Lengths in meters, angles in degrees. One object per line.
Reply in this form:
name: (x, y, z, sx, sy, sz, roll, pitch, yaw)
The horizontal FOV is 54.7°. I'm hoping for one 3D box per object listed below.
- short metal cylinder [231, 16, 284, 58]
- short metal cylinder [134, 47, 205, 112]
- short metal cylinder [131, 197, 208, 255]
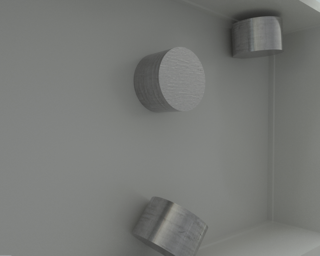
short metal cylinder: (0.159, -0.146, 0.507, 0.081, 0.080, 0.050, -7, 95, -40)
short metal cylinder: (0.013, -0.061, 0.403, 0.081, 0.050, 0.079, 0, 90, -40)
short metal cylinder: (0.012, 0.128, 0.384, 0.080, 0.080, 0.050, 46, 62, -31)
